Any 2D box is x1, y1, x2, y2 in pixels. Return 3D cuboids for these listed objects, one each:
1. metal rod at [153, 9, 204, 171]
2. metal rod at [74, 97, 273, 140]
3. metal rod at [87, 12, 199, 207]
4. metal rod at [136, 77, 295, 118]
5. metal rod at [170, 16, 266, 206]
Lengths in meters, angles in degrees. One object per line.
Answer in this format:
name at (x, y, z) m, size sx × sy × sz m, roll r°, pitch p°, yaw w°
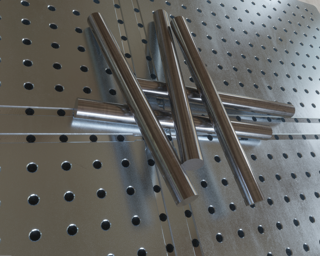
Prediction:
metal rod at (0.018, -0.075, 0.434) m, size 0.025 × 0.025 × 0.300 m, roll 11°, pitch 47°, yaw -23°
metal rod at (0.036, -0.008, 0.434) m, size 0.302 × 0.025 × 0.025 m, roll 7°, pitch 59°, yaw -25°
metal rod at (-0.033, -0.042, 0.386) m, size 0.025 × 0.025 × 0.299 m, roll -8°, pitch 57°, yaw -32°
metal rod at (0.096, -0.044, 0.489) m, size 0.302 × 0.025 × 0.025 m, roll 6°, pitch 59°, yaw -26°
metal rod at (0.073, -0.038, 0.439) m, size 0.025 × 0.025 × 0.299 m, roll -5°, pitch 64°, yaw -31°
